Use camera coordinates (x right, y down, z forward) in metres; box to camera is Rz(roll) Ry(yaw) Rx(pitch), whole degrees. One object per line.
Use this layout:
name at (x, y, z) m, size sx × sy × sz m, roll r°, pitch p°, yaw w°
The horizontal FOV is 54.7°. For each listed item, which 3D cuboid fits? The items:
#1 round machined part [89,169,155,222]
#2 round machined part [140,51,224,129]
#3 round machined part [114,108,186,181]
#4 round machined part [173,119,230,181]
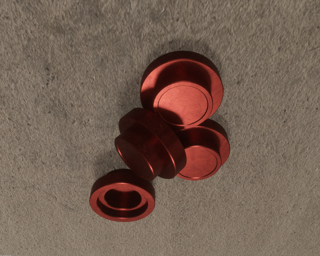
round machined part at (-0.057, 0.101, 0.481) m, size 0.099 × 0.042 × 0.097 m, roll -1°, pitch 130°, yaw 0°
round machined part at (0.026, -0.037, 0.365) m, size 0.099 × 0.042 × 0.097 m, roll -1°, pitch 130°, yaw 0°
round machined part at (-0.018, 0.026, 0.382) m, size 0.098 × 0.042 × 0.097 m, roll 36°, pitch 150°, yaw 25°
round machined part at (0.048, 0.035, 0.427) m, size 0.099 × 0.042 × 0.097 m, roll -1°, pitch 130°, yaw 0°
